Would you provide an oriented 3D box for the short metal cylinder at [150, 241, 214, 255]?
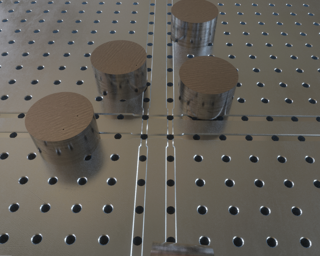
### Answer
[{"bbox_3d":[0.016,0.138,0.256,0.050,0.080,0.080,4,50,3],"label":"short metal cylinder"}]

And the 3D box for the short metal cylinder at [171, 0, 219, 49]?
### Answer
[{"bbox_3d":[0.059,-0.185,0.547,0.081,0.050,0.080,0,50,0],"label":"short metal cylinder"}]

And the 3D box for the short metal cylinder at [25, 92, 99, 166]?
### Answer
[{"bbox_3d":[-0.120,0.000,0.390,0.081,0.050,0.080,0,50,0],"label":"short metal cylinder"}]

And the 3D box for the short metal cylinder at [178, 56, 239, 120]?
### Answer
[{"bbox_3d":[0.066,-0.058,0.440,0.081,0.050,0.080,0,50,0],"label":"short metal cylinder"}]

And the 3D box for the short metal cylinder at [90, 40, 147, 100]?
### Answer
[{"bbox_3d":[-0.059,-0.087,0.464,0.081,0.050,0.080,0,50,0],"label":"short metal cylinder"}]
